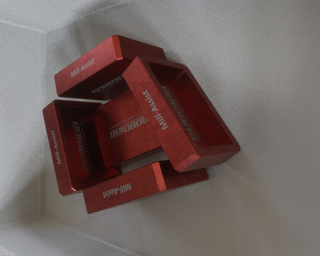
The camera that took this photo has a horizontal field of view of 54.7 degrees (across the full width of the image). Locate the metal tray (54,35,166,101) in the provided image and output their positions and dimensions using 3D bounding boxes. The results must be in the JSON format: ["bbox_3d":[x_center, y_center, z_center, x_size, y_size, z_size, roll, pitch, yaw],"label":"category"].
[{"bbox_3d":[-0.067,-0.074,0.415,0.130,0.091,0.030,-20,78,38],"label":"metal tray"}]

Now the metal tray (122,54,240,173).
[{"bbox_3d":[0.024,-0.019,0.341,0.030,0.091,0.130,-44,64,32],"label":"metal tray"}]

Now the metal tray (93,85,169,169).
[{"bbox_3d":[-0.033,-0.005,0.425,0.130,0.030,0.090,-25,75,37],"label":"metal tray"}]

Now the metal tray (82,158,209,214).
[{"bbox_3d":[-0.019,0.069,0.375,0.130,0.091,0.030,-26,74,37],"label":"metal tray"}]

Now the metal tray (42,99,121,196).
[{"bbox_3d":[-0.111,0.026,0.451,0.030,0.091,0.129,-27,74,37],"label":"metal tray"}]
